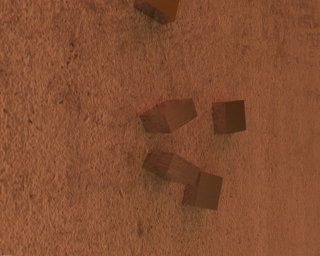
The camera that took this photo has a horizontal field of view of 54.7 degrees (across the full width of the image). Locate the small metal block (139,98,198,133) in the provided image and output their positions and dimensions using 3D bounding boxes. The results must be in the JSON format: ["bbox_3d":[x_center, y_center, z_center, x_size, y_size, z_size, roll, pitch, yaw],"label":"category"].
[{"bbox_3d":[0.011,-0.016,0.397,0.050,0.050,0.025,-32,110,-35],"label":"small metal block"}]

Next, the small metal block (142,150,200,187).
[{"bbox_3d":[0.014,0.052,0.400,0.050,0.050,0.025,34,69,-35],"label":"small metal block"}]

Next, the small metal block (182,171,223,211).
[{"bbox_3d":[0.064,0.092,0.458,0.050,0.025,0.050,21,77,-38],"label":"small metal block"}]

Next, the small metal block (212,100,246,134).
[{"bbox_3d":[0.112,-0.018,0.498,0.050,0.025,0.050,-9,96,-40],"label":"small metal block"}]

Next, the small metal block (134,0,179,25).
[{"bbox_3d":[-0.002,-0.171,0.402,0.050,0.025,0.050,19,78,-39],"label":"small metal block"}]
